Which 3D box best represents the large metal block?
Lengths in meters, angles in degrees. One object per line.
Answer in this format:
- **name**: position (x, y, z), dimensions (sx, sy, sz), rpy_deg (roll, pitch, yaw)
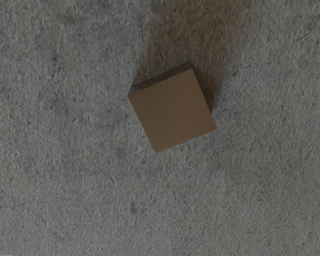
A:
- **large metal block**: position (0.015, -0.026, 0.387), dimensions (0.080, 0.050, 0.080), rpy_deg (-23, 109, 7)
